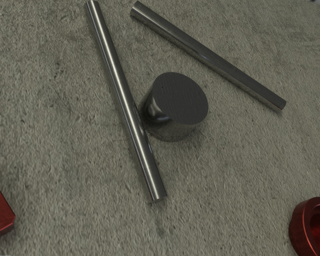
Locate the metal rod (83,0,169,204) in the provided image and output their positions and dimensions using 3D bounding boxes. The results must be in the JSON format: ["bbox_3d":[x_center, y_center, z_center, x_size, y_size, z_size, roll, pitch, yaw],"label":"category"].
[{"bbox_3d":[-0.051,-0.048,0.405,0.025,0.025,0.299,-7,65,-32],"label":"metal rod"}]

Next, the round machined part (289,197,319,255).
[{"bbox_3d":[0.216,0.147,0.419,0.099,0.042,0.098,14,56,-21],"label":"round machined part"}]

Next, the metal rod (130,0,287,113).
[{"bbox_3d":[0.085,-0.116,0.519,0.301,0.025,0.025,32,52,-8],"label":"metal rod"}]

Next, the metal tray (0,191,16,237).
[{"bbox_3d":[-0.198,0.053,0.261,0.091,0.030,0.130,-29,78,-38],"label":"metal tray"}]

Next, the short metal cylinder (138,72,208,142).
[{"bbox_3d":[0.017,-0.027,0.413,0.081,0.050,0.080,14,56,-21],"label":"short metal cylinder"}]
